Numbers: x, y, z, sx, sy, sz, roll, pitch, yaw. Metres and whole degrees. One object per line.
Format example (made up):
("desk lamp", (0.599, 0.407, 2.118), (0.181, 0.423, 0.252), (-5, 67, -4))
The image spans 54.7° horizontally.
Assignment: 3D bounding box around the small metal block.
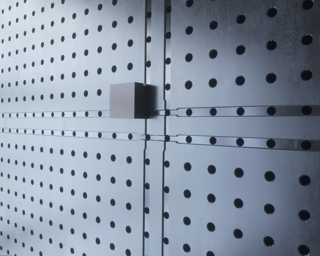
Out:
("small metal block", (-0.046, -0.038, 0.445), (0.050, 0.025, 0.050), (2, 91, 39))
